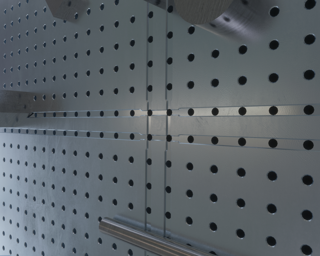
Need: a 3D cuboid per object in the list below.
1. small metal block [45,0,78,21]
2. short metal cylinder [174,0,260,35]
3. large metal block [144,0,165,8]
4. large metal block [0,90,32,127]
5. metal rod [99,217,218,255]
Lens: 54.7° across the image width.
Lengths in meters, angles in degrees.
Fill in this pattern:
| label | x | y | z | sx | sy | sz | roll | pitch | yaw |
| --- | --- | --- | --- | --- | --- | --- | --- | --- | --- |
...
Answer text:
| label | x | y | z | sx | sy | sz | roll | pitch | yaw |
| --- | --- | --- | --- | --- | --- | --- | --- | --- | --- |
| small metal block | -0.177 | -0.232 | 0.555 | 0.050 | 0.025 | 0.050 | -44 | 64 | 31 |
| short metal cylinder | 0.063 | -0.148 | 0.341 | 0.080 | 0.050 | 0.079 | 0 | 90 | 40 |
| large metal block | -0.021 | -0.210 | 0.391 | 0.050 | 0.081 | 0.080 | 43 | 116 | 31 |
| large metal block | -0.329 | -0.039 | 0.645 | 0.080 | 0.081 | 0.050 | -27 | 73 | 37 |
| metal rod | 0.031 | 0.158 | 0.383 | 0.300 | 0.025 | 0.025 | 4 | 93 | 39 |
